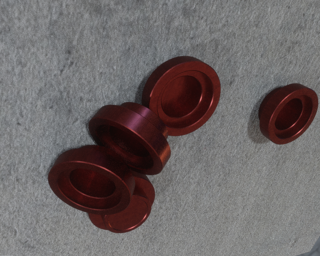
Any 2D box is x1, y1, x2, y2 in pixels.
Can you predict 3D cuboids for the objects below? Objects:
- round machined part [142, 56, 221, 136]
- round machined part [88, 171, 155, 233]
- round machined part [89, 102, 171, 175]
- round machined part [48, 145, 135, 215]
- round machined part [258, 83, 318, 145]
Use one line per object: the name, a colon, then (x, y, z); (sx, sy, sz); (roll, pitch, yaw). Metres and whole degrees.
round machined part: (0.022, -0.042, 0.384); (0.099, 0.042, 0.097); (-14, 124, -21)
round machined part: (-0.051, 0.108, 0.436); (0.099, 0.042, 0.097); (-14, 125, -21)
round machined part: (-0.030, 0.008, 0.359); (0.042, 0.098, 0.098); (-56, 137, -30)
round machined part: (-0.077, 0.058, 0.371); (0.099, 0.042, 0.097); (6, 132, 7)
round machined part: (0.196, -0.026, 0.490); (0.099, 0.042, 0.097); (-14, 125, -21)
